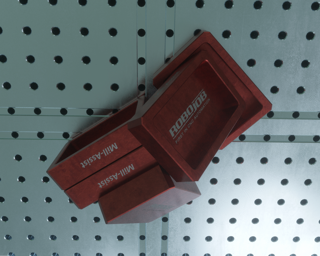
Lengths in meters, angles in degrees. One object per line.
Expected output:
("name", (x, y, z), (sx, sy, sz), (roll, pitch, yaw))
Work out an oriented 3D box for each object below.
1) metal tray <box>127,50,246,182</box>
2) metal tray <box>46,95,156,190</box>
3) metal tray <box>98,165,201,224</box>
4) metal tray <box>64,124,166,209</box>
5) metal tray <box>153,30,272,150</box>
("metal tray", (0.036, -0.015, 0.348), (0.090, 0.030, 0.130), (49, 58, -16))
("metal tray", (-0.067, 0.015, 0.383), (0.130, 0.090, 0.030), (-31, 108, 10))
("metal tray", (-0.007, 0.089, 0.397), (0.090, 0.130, 0.030), (-31, 66, 11))
("metal tray", (-0.049, 0.039, 0.391), (0.130, 0.090, 0.030), (-31, 108, 10))
("metal tray", (0.066, -0.046, 0.394), (0.090, 0.030, 0.130), (-42, 105, 13))
